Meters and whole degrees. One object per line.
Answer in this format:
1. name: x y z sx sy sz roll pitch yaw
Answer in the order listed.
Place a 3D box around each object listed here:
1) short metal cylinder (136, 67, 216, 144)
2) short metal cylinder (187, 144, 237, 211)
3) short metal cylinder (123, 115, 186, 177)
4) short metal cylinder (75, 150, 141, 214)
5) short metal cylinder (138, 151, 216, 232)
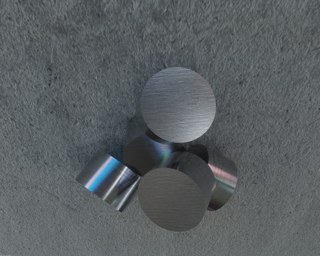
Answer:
1. short metal cylinder: 0.015 -0.022 0.346 0.081 0.080 0.050 10 173 -9
2. short metal cylinder: 0.060 0.069 0.431 0.050 0.080 0.080 28 125 -22
3. short metal cylinder: -0.007 0.021 0.410 0.081 0.050 0.079 -1 130 0
4. short metal cylinder: -0.069 0.074 0.427 0.080 0.050 0.080 33 164 11
5. short metal cylinder: 0.021 0.074 0.367 0.080 0.050 0.079 7 110 21
